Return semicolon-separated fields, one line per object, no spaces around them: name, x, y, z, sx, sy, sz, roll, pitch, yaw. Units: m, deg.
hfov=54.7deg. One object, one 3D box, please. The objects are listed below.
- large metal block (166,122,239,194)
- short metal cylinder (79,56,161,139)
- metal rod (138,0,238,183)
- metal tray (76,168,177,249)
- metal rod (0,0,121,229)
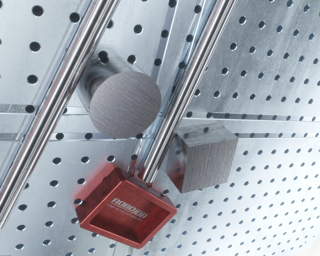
large metal block;0.060;0.042;0.456;0.081;0.050;0.079;-8;122;-25
short metal cylinder;-0.046;-0.035;0.350;0.081;0.050;0.079;-14;125;-21
metal rod;0.037;-0.058;0.396;0.025;0.025;0.298;11;113;-33
metal tray;-0.046;0.124;0.461;0.090;0.030;0.130;-47;130;4
metal rod;-0.123;-0.011;0.337;0.025;0.025;0.298;21;107;-36
